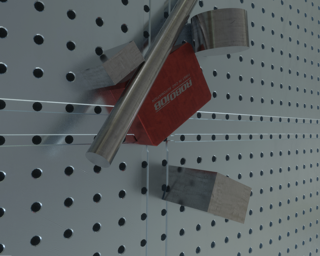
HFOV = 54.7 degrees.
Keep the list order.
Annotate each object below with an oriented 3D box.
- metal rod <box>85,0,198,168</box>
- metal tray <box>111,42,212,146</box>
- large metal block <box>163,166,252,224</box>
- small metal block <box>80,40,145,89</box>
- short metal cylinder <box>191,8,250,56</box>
[{"bbox_3d":[-0.005,-0.084,0.369,0.025,0.025,0.300,47,51,-30],"label":"metal rod"},{"bbox_3d":[0.008,-0.047,0.414,0.131,0.030,0.090,-40,115,-33],"label":"metal tray"},{"bbox_3d":[0.067,0.092,0.432,0.080,0.080,0.050,27,73,-37],"label":"large metal block"},{"bbox_3d":[-0.054,-0.070,0.349,0.050,0.050,0.025,-47,118,-30],"label":"small metal block"},{"bbox_3d":[0.087,-0.136,0.448,0.081,0.080,0.050,-9,96,-40],"label":"short metal cylinder"}]
